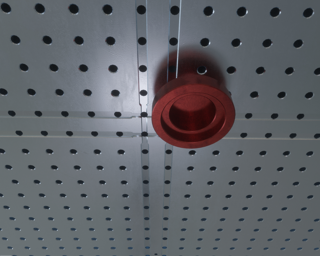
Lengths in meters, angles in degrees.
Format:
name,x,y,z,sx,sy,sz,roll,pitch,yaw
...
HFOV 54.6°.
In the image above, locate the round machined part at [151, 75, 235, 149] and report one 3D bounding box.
name,x,y,z,sx,sy,sz,roll,pitch,yaw
round machined part,0.039,-0.024,0.380,0.099,0.042,0.097,0,130,0
